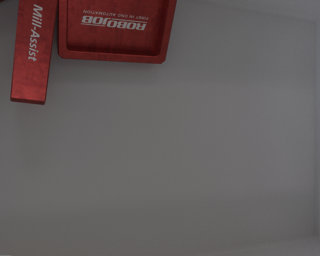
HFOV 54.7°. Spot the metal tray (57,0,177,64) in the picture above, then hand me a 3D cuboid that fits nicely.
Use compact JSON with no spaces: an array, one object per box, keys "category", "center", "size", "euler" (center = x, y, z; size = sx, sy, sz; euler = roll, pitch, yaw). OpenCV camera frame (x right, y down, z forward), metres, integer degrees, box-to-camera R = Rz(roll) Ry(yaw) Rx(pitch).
[{"category":"metal tray","center":[-0.052,-0.126,0.364],"size":[0.131,0.030,0.089],"euler":[-1,124,-20]}]

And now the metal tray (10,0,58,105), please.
[{"category":"metal tray","center":[-0.125,-0.097,0.309],"size":[0.030,0.090,0.129],"euler":[6,106,-24]}]

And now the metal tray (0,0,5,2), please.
[{"category":"metal tray","center":[-0.182,-0.148,0.282],"size":[0.090,0.130,0.030],"euler":[-30,97,-11]}]
